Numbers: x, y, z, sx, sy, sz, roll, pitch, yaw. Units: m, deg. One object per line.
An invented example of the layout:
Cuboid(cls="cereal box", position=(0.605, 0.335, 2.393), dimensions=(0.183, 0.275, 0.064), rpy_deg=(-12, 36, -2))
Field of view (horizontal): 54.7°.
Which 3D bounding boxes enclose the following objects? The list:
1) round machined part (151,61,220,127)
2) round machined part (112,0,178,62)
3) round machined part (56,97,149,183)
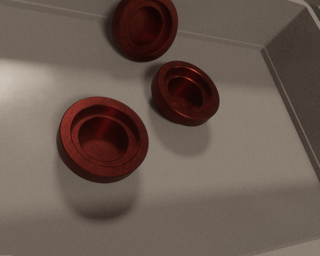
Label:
Cuboid(cls="round machined part", position=(0.032, -0.044, 0.441), dimensions=(0.099, 0.042, 0.098), rpy_deg=(14, 56, -21))
Cuboid(cls="round machined part", position=(-0.026, -0.149, 0.449), dimensions=(0.099, 0.097, 0.042), rpy_deg=(-11, 34, -33))
Cuboid(cls="round machined part", position=(-0.066, 0.016, 0.350), dimensions=(0.099, 0.042, 0.098), rpy_deg=(14, 56, -21))
